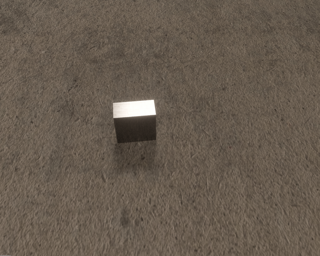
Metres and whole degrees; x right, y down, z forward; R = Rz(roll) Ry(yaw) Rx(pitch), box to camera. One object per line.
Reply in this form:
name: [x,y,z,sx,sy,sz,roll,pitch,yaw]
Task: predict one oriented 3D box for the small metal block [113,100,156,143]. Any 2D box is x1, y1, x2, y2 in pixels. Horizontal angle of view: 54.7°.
small metal block: [-0.031,-0.007,0.393,0.050,0.050,0.025,-5,51,-5]
